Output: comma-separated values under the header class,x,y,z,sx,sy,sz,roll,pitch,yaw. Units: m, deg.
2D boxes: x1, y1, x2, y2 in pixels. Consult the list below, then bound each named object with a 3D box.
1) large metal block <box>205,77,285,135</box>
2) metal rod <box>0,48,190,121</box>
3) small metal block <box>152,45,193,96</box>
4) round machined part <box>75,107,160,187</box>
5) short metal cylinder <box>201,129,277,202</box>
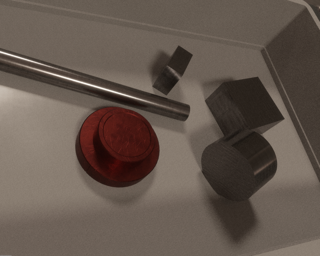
class,x,y,z,sx,sy,sz,roll,pitch,yaw
large metal block,0.130,-0.028,0.480,0.081,0.050,0.080,-14,69,-34
metal rod,-0.100,-0.057,0.387,0.302,0.025,0.025,15,56,-20
small metal block,0.018,-0.084,0.452,0.025,0.050,0.050,32,51,-8
round machined part,-0.045,0.016,0.362,0.099,0.042,0.098,14,56,-21
short metal cylinder,0.100,0.047,0.398,0.050,0.080,0.080,-25,76,-37
